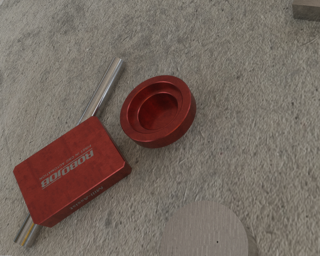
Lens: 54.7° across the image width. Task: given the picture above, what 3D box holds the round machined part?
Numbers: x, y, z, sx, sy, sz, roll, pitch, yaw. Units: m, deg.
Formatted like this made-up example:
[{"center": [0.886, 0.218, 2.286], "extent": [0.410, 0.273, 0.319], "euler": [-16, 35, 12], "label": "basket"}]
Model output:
[{"center": [0.001, -0.017, 0.403], "extent": [0.098, 0.042, 0.098], "euler": [-13, 56, 21], "label": "round machined part"}]

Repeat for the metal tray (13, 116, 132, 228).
[{"center": [-0.115, 0.055, 0.405], "extent": [0.130, 0.030, 0.090], "euler": [-34, 62, -5], "label": "metal tray"}]

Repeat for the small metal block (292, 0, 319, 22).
[{"center": [0.206, -0.165, 0.397], "extent": [0.050, 0.025, 0.050], "euler": [24, 74, 36], "label": "small metal block"}]

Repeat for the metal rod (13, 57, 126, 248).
[{"center": [-0.123, 0.022, 0.454], "extent": [0.025, 0.025, 0.300], "euler": [11, 67, 32], "label": "metal rod"}]

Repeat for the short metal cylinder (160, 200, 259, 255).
[{"center": [0.048, 0.115, 0.292], "extent": [0.080, 0.050, 0.080], "euler": [-13, 56, 21], "label": "short metal cylinder"}]
